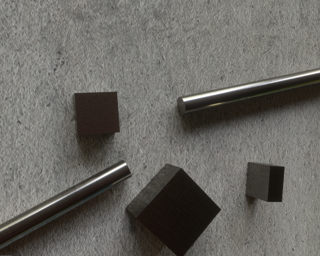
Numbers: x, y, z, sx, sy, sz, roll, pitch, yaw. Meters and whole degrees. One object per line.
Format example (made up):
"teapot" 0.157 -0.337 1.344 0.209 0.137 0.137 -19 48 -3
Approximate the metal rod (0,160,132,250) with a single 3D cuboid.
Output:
"metal rod" -0.169 0.117 0.346 0.302 0.025 0.025 -27 99 -18

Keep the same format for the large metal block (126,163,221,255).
"large metal block" 0.017 0.105 0.403 0.080 0.050 0.080 -46 105 -14

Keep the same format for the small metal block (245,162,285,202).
"small metal block" 0.153 0.078 0.454 0.025 0.050 0.050 6 88 -20

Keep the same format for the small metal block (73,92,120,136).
"small metal block" -0.078 -0.018 0.381 0.050 0.025 0.050 -4 92 -20

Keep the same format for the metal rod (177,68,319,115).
"metal rod" 0.167 -0.063 0.472 0.302 0.025 0.025 -14 95 -20
